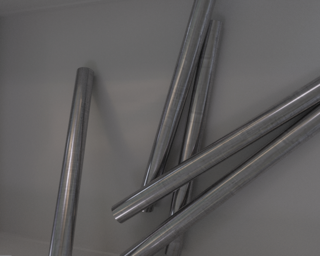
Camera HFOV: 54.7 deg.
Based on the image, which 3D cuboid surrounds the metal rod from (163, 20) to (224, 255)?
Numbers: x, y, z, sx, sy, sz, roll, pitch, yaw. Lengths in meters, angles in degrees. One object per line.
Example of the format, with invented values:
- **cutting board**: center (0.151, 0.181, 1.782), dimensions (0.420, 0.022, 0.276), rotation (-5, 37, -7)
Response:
- **metal rod**: center (0.041, 0.016, 0.395), dimensions (0.025, 0.025, 0.298), rotation (11, 94, 19)

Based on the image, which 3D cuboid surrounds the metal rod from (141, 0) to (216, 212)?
- **metal rod**: center (0.020, -0.033, 0.389), dimensions (0.025, 0.025, 0.298), rotation (20, 102, 19)

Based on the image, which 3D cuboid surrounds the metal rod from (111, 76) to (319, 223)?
- **metal rod**: center (0.071, 0.027, 0.364), dimensions (0.300, 0.025, 0.025), rotation (-33, 79, 9)

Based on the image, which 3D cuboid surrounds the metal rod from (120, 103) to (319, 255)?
- **metal rod**: center (0.073, 0.075, 0.366), dimensions (0.300, 0.025, 0.025), rotation (-39, 78, 8)

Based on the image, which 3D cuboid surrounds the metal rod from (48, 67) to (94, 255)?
- **metal rod**: center (-0.109, 0.053, 0.384), dimensions (0.025, 0.025, 0.299), rotation (-10, 62, 20)
